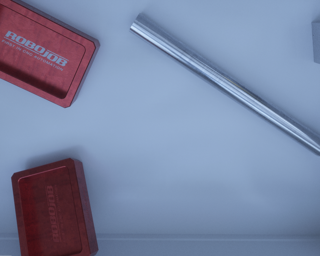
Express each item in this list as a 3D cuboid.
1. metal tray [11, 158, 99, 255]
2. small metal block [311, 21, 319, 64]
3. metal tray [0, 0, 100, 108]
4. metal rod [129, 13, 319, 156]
[{"bbox_3d":[-0.141,0.114,0.413,0.090,0.030,0.129,-15,76,5],"label":"metal tray"},{"bbox_3d":[0.204,-0.101,0.364,0.025,0.050,0.050,-13,110,4],"label":"small metal block"},{"bbox_3d":[-0.150,-0.092,0.372,0.131,0.030,0.089,26,108,-10],"label":"metal tray"},{"bbox_3d":[0.096,-0.048,0.394,0.301,0.025,0.025,31,107,-11],"label":"metal rod"}]
